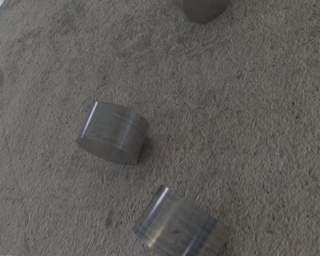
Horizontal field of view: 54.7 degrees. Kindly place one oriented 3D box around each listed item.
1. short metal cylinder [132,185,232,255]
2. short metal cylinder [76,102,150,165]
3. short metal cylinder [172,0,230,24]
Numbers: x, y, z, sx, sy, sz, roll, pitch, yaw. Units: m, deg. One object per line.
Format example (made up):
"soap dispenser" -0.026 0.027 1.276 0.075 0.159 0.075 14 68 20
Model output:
"short metal cylinder" 0.020 0.098 0.298 0.080 0.080 0.050 26 76 37
"short metal cylinder" -0.059 0.009 0.394 0.080 0.080 0.050 5 64 30
"short metal cylinder" 0.060 -0.206 0.463 0.080 0.080 0.050 -34 51 6
